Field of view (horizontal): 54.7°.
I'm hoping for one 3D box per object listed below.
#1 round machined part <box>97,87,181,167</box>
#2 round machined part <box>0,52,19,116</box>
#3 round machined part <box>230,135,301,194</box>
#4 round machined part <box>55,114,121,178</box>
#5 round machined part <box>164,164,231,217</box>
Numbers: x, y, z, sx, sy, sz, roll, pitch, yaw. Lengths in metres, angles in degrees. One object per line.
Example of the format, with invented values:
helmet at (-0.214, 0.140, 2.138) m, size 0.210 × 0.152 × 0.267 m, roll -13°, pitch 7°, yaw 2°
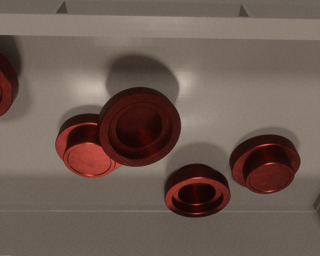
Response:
round machined part at (-0.027, -0.005, 0.381) m, size 0.099 × 0.042 × 0.097 m, roll -7°, pitch 118°, yaw -13°
round machined part at (-0.209, -0.058, 0.345) m, size 0.099 × 0.042 × 0.097 m, roll -1°, pitch 130°, yaw 0°
round machined part at (0.154, 0.059, 0.451) m, size 0.099 × 0.042 × 0.097 m, roll -1°, pitch 130°, yaw 0°
round machined part at (-0.093, 0.031, 0.423) m, size 0.099 × 0.042 × 0.097 m, roll -1°, pitch 130°, yaw 0°
round machined part at (0.056, 0.093, 0.478) m, size 0.099 × 0.042 × 0.097 m, roll -1°, pitch 130°, yaw 0°
